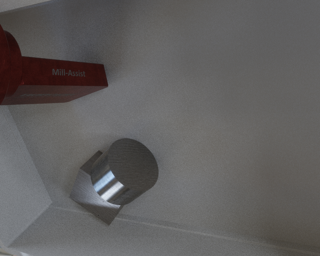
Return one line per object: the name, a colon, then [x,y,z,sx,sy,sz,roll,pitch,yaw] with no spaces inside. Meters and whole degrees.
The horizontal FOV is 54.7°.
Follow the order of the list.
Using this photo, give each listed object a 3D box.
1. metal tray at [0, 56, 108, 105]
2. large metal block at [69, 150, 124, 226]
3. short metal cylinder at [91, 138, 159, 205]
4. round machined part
metal tray: [-0.140,-0.054,0.378,0.090,0.131,0.030,-14,88,34]
large metal block: [-0.090,0.097,0.498,0.080,0.050,0.079,33,129,6]
short metal cylinder: [-0.049,0.061,0.435,0.080,0.080,0.050,45,129,-3]
round machined part: [-0.169,-0.061,0.293,0.098,0.042,0.097,4,98,32]
